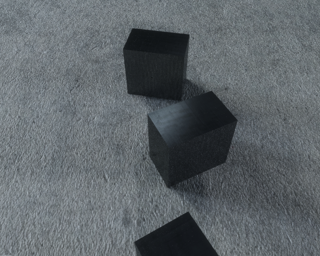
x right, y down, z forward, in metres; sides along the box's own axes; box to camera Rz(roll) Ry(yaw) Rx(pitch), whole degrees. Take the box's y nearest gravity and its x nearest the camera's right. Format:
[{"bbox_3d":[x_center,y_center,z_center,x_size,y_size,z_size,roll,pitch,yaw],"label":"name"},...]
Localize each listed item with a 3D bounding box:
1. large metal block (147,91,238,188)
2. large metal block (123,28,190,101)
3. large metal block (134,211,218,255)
[{"bbox_3d":[0.034,0.014,0.356,0.081,0.080,0.050,-21,53,-17],"label":"large metal block"},{"bbox_3d":[-0.004,-0.090,0.443,0.080,0.080,0.050,8,51,7],"label":"large metal block"},{"bbox_3d":[0.022,0.131,0.258,0.050,0.080,0.080,-24,54,-19],"label":"large metal block"}]
